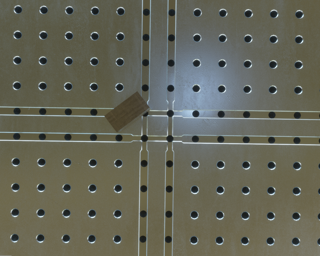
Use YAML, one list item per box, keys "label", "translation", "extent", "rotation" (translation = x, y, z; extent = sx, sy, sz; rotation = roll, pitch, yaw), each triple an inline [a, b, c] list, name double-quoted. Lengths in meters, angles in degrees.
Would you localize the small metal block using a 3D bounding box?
- label: "small metal block"
  translation: [-0.040, -0.020, 0.401]
  extent: [0.050, 0.050, 0.025]
  rotation: [-37, 90, 0]
